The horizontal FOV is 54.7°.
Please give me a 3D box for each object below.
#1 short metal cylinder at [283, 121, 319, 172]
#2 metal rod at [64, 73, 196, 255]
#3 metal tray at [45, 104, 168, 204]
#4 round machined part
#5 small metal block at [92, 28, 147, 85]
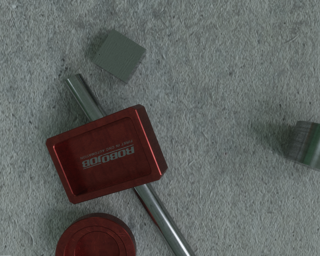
[{"bbox_3d":[0.203,0.028,0.385,0.080,0.080,0.050,21,90,-1],"label":"short metal cylinder"},{"bbox_3d":[-0.035,0.062,0.409,0.025,0.025,0.299,-32,90,0],"label":"metal rod"},{"bbox_3d":[-0.067,0.034,0.383,0.130,0.030,0.090,-19,95,18],"label":"metal tray"},{"bbox_3d":[-0.079,0.158,0.401,0.099,0.042,0.097,0,90,-1],"label":"round machined part"},{"bbox_3d":[-0.053,-0.093,0.409,0.050,0.025,0.050,32,90,-1],"label":"small metal block"}]
